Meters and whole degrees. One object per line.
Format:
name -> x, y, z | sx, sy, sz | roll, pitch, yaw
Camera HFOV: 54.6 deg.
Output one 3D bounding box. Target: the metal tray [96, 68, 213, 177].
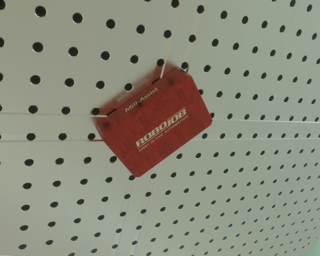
metal tray -> -0.004, -0.005, 0.402 | 0.130, 0.030, 0.090 | -36, 129, -4
